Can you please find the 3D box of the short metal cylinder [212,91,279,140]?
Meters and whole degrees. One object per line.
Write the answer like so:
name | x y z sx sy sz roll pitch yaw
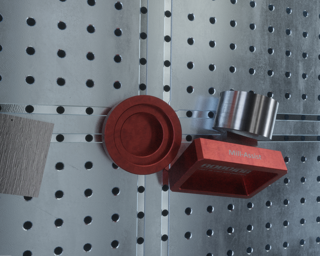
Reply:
short metal cylinder | 0.117 -0.016 0.428 0.081 0.080 0.050 15 85 -20

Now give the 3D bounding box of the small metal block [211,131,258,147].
small metal block | 0.100 0.030 0.435 0.050 0.050 0.025 15 64 -20

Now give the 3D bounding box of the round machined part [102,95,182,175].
round machined part | -0.025 0.008 0.395 0.099 0.042 0.097 0 90 -21

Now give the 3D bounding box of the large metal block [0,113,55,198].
large metal block | -0.166 0.026 0.338 0.081 0.050 0.080 12 86 -20

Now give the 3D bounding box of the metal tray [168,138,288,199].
metal tray | 0.087 0.058 0.411 0.131 0.089 0.030 10 52 -20
